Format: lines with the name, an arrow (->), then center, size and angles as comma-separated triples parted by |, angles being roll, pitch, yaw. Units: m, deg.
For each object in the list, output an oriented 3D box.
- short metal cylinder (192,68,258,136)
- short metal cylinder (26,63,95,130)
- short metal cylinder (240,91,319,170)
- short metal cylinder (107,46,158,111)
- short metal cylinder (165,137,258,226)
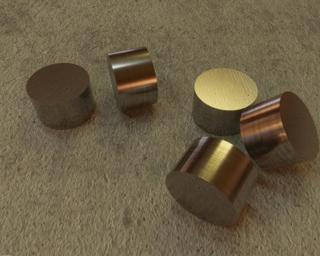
short metal cylinder -> 0.085, -0.036, 0.417 | 0.080, 0.050, 0.080 | 0, 50, 0
short metal cylinder -> -0.133, -0.044, 0.423 | 0.080, 0.050, 0.080 | 0, 50, 0
short metal cylinder -> 0.138, 0.004, 0.358 | 0.081, 0.050, 0.080 | 18, 61, -36
short metal cylinder -> -0.039, -0.067, 0.423 | 0.050, 0.080, 0.080 | -14, 52, -11
short metal cylinder -> 0.053, 0.055, 0.321 | 0.080, 0.080, 0.050 | 27, 55, 20
